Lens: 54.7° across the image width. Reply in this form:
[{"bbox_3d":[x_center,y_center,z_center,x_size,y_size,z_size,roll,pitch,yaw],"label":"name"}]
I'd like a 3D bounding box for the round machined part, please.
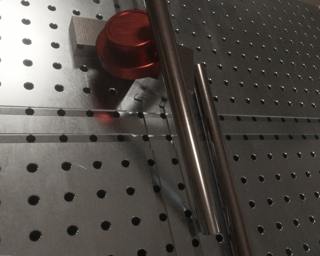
[{"bbox_3d":[-0.033,-0.112,0.392,0.099,0.042,0.098,-1,58,3],"label":"round machined part"}]

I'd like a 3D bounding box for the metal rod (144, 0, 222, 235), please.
[{"bbox_3d":[0.025,-0.022,0.361,0.025,0.025,0.298,-17,95,-35],"label":"metal rod"}]

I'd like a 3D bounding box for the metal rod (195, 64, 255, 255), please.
[{"bbox_3d":[0.081,0.036,0.432,0.025,0.025,0.299,6,59,-26],"label":"metal rod"}]

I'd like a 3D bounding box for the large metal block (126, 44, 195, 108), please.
[{"bbox_3d":[0.001,-0.080,0.443,0.081,0.050,0.080,15,55,-20],"label":"large metal block"}]

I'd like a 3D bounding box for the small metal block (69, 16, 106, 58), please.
[{"bbox_3d":[-0.097,-0.126,0.434,0.050,0.025,0.050,-2,63,-29],"label":"small metal block"}]
